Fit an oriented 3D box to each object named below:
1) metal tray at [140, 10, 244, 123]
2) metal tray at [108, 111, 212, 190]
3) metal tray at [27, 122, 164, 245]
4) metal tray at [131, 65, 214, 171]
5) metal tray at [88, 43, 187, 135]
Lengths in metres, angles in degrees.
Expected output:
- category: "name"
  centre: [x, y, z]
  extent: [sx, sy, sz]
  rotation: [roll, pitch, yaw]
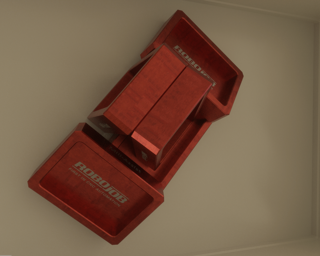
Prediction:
- category: "metal tray"
  centre: [0.047, -0.081, 0.406]
  extent: [0.130, 0.030, 0.090]
  rotation: [41, 52, -16]
- category: "metal tray"
  centre: [0.001, 0.006, 0.407]
  extent: [0.090, 0.030, 0.130]
  rotation: [41, 77, -16]
- category: "metal tray"
  centre: [-0.071, 0.067, 0.362]
  extent: [0.130, 0.030, 0.090]
  rotation: [42, 101, -16]
- category: "metal tray"
  centre: [0.011, -0.003, 0.345]
  extent: [0.030, 0.130, 0.090]
  rotation: [37, 77, 7]
- category: "metal tray"
  centre: [-0.032, -0.037, 0.341]
  extent: [0.030, 0.130, 0.090]
  rotation: [42, 77, -15]
